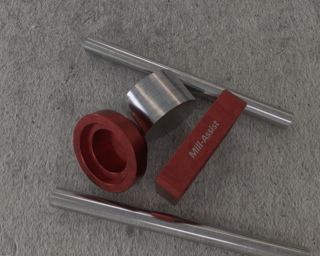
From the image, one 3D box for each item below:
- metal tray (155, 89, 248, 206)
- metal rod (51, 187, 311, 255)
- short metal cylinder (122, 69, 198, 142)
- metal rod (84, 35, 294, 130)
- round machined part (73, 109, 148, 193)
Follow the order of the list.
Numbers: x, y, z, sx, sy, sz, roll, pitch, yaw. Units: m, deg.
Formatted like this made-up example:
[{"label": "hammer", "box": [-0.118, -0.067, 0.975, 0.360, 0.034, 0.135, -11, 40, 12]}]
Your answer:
[{"label": "metal tray", "box": [0.046, 0.026, 0.364, 0.030, 0.090, 0.130, 36, 74, 12]}, {"label": "metal rod", "box": [0.020, 0.116, 0.365, 0.302, 0.025, 0.025, 13, 71, 4]}, {"label": "short metal cylinder", "box": [0.000, -0.027, 0.389, 0.080, 0.080, 0.050, -34, 74, -12]}, {"label": "metal rod", "box": [0.034, -0.066, 0.432, 0.301, 0.025, 0.025, 22, 72, 8]}, {"label": "round machined part", "box": [-0.054, 0.024, 0.371, 0.098, 0.097, 0.042, 44, 38, 14]}]
